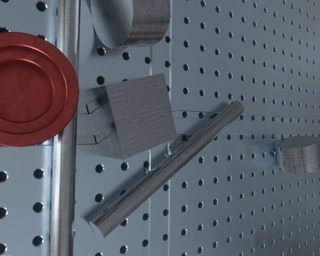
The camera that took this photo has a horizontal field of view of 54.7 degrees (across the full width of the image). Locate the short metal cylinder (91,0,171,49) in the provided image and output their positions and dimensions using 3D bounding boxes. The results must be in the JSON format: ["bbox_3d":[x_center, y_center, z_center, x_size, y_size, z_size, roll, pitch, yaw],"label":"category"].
[{"bbox_3d":[-0.034,-0.131,0.344,0.050,0.080,0.079,-17,101,-39],"label":"short metal cylinder"}]

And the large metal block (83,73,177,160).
[{"bbox_3d":[-0.033,-0.016,0.365,0.081,0.050,0.080,-20,103,-38],"label":"large metal block"}]

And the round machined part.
[{"bbox_3d":[-0.127,-0.033,0.281,0.099,0.042,0.097,0,90,-24],"label":"round machined part"}]

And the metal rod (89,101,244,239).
[{"bbox_3d":[0.029,0.041,0.433,0.302,0.025,0.025,-37,113,-34],"label":"metal rod"}]

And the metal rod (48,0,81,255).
[{"bbox_3d":[-0.100,-0.011,0.325,0.025,0.025,0.298,2,89,-40],"label":"metal rod"}]

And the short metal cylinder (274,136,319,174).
[{"bbox_3d":[0.266,0.050,0.596,0.081,0.080,0.050,-20,103,-38],"label":"short metal cylinder"}]
